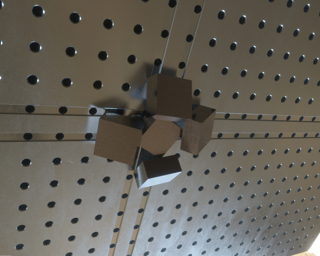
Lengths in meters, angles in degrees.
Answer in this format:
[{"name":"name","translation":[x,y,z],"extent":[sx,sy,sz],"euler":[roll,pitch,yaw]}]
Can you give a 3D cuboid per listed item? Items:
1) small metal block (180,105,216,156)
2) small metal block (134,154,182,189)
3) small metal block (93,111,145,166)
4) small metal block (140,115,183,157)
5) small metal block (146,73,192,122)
[{"name":"small metal block","translation":[0.053,0.002,0.428],"extent":[0.050,0.025,0.050],"euler":[-38,141,-51]},{"name":"small metal block","translation":[-0.004,0.061,0.432],"extent":[0.050,0.025,0.050],"euler":[-9,158,-24]},{"name":"small metal block","translation":[-0.050,0.013,0.378],"extent":[0.050,0.025,0.050],"euler":[16,115,2]},{"name":"small metal block","translation":[-0.004,0.006,0.414],"extent":[0.050,0.025,0.050],"euler":[-49,129,6]},{"name":"small metal block","translation":[0.012,-0.036,0.381],"extent":[0.050,0.025,0.050],"euler":[6,79,-31]}]
